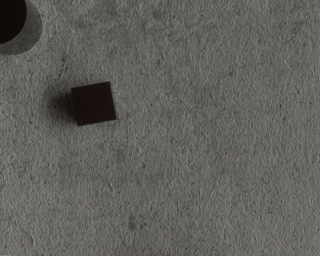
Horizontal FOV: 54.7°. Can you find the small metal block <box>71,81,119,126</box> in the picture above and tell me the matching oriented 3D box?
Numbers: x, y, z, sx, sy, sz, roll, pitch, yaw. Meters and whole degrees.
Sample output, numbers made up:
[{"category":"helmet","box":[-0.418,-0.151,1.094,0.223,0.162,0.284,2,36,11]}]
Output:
[{"category":"small metal block","box":[-0.085,-0.031,0.409,0.050,0.025,0.050,-10,90,-1]}]

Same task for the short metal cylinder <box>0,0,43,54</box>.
[{"category":"short metal cylinder","box":[-0.200,-0.139,0.395,0.081,0.050,0.079,0,90,-1]}]
